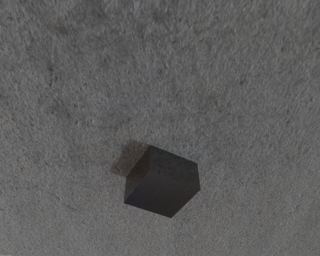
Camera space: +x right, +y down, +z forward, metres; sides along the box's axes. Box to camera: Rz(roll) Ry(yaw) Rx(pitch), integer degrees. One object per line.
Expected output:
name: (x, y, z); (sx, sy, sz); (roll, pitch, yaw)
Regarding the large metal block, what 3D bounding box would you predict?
large metal block: (0.002, 0.081, 0.460); (0.080, 0.050, 0.080); (23, 126, -19)
